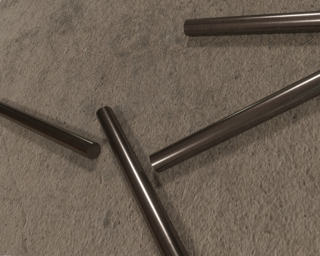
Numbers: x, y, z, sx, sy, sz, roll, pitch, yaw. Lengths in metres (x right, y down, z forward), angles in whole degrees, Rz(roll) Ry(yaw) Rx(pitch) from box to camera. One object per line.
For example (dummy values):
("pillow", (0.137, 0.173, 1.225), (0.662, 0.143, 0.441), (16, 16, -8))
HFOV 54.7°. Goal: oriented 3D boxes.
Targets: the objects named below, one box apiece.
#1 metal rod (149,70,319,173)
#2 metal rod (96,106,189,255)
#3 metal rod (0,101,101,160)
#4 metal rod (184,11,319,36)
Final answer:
("metal rod", (0.125, -0.024, 0.352), (0.301, 0.025, 0.025), (-27, 53, 10))
("metal rod", (-0.019, 0.076, 0.365), (0.025, 0.025, 0.300), (-36, 51, 4))
("metal rod", (-0.210, -0.007, 0.515), (0.300, 0.025, 0.025), (18, 71, 34))
("metal rod", (0.170, -0.135, 0.397), (0.300, 0.025, 0.025), (8, 66, 31))
